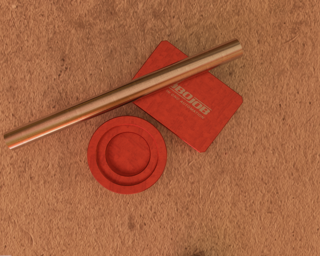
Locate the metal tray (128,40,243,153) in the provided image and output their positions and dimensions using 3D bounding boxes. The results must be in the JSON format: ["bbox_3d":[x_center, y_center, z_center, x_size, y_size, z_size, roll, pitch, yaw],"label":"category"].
[{"bbox_3d":[0.030,-0.040,0.408,0.130,0.030,0.090,37,90,-1],"label":"metal tray"}]

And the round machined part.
[{"bbox_3d":[-0.040,0.033,0.401,0.099,0.042,0.097,0,90,-1],"label":"round machined part"}]

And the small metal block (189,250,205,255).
[{"bbox_3d":[0.045,0.200,0.411,0.050,0.025,0.050,-21,90,-1],"label":"small metal block"}]

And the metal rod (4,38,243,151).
[{"bbox_3d":[-0.043,-0.041,0.379,0.301,0.025,0.025,-22,90,0],"label":"metal rod"}]
